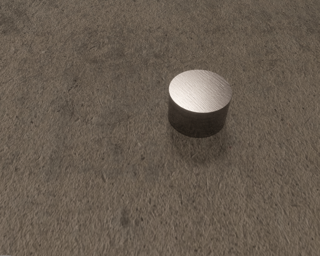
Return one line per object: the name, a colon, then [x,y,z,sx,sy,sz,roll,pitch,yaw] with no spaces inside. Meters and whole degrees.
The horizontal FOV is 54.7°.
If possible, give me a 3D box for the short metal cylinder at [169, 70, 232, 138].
short metal cylinder: [0.052,-0.033,0.416,0.081,0.050,0.080,0,50,0]
